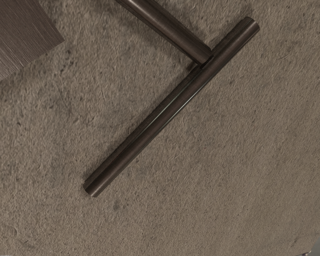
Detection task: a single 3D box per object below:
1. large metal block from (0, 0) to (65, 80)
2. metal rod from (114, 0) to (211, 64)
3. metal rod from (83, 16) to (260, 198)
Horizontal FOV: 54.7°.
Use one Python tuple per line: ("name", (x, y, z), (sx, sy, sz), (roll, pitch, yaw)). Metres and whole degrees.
("large metal block", (-0.141, -0.092, 0.257), (0.080, 0.050, 0.080), (-35, 129, -6))
("metal rod", (-0.053, -0.144, 0.289), (0.301, 0.025, 0.025), (27, 103, -38))
("metal rod", (0.012, -0.025, 0.399), (0.300, 0.025, 0.025), (-46, 130, 3))
